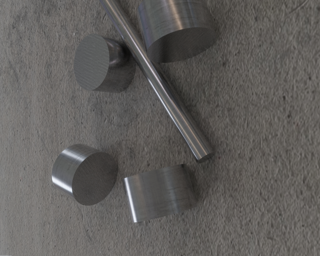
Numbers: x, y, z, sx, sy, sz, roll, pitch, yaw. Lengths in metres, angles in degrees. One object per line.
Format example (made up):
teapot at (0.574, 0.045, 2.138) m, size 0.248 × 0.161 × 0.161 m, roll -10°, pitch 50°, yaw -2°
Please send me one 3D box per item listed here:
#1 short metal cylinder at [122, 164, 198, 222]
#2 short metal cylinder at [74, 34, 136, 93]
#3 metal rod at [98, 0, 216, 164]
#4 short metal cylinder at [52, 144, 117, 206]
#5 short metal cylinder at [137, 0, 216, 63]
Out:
short metal cylinder at (-0.001, 0.077, 0.370) m, size 0.080 × 0.081 × 0.050 m, roll -23°, pitch 76°, yaw 38°
short metal cylinder at (-0.082, -0.093, 0.456) m, size 0.080 × 0.050 × 0.079 m, roll 0°, pitch 90°, yaw 40°
metal rod at (-0.015, -0.085, 0.417) m, size 0.025 × 0.025 × 0.299 m, roll -44°, pitch 64°, yaw 31°
short metal cylinder at (-0.111, 0.068, 0.461) m, size 0.050 × 0.081 × 0.079 m, roll 16°, pitch 100°, yaw 39°
short metal cylinder at (0.018, -0.115, 0.354) m, size 0.080 × 0.081 × 0.050 m, roll -22°, pitch 76°, yaw 38°
